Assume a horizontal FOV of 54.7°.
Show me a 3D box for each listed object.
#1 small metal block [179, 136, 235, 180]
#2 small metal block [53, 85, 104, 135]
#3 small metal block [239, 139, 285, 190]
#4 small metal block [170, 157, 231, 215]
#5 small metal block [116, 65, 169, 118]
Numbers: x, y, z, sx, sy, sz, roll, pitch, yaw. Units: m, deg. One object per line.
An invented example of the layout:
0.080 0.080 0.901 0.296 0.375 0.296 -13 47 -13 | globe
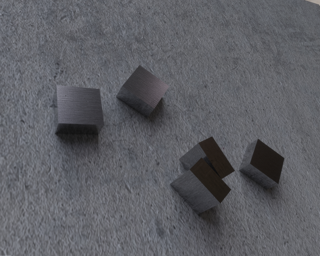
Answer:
0.058 0.046 0.390 0.025 0.050 0.050 -22 74 -36 | small metal block
-0.096 -0.020 0.364 0.050 0.025 0.050 2 61 -27 | small metal block
0.149 0.053 0.451 0.050 0.025 0.050 36 51 -5 | small metal block
0.047 0.070 0.370 0.050 0.050 0.025 48 51 5 | small metal block
-0.023 -0.050 0.422 0.050 0.025 0.050 35 51 -5 | small metal block
